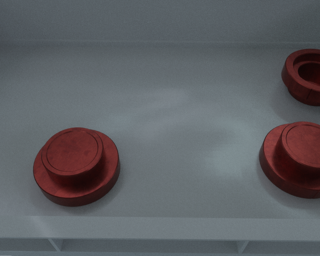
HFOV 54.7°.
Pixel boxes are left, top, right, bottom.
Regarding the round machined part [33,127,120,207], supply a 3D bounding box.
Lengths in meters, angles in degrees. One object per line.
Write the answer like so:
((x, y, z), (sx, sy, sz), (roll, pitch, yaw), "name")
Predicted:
((-0.098, 0.038, 0.362), (0.099, 0.042, 0.098), (0, 50, 0), "round machined part")

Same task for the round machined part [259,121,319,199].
((0.173, 0.031, 0.369), (0.099, 0.042, 0.098), (0, 50, 0), "round machined part")

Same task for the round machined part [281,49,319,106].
((0.228, -0.070, 0.454), (0.099, 0.042, 0.098), (0, 50, 0), "round machined part")
